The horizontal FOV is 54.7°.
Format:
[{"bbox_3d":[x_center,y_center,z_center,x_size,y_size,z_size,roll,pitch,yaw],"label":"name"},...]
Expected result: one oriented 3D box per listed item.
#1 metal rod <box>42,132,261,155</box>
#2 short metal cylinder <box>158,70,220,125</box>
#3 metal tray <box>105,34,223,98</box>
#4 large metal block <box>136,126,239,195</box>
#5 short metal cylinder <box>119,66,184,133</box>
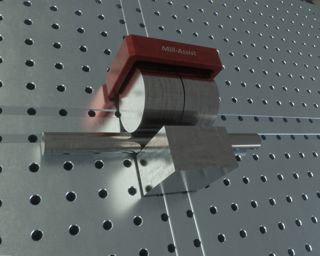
[{"bbox_3d":[0.010,0.018,0.397,0.303,0.025,0.025,1,62,-28],"label":"metal rod"},{"bbox_3d":[0.033,-0.034,0.408,0.050,0.080,0.080,2,61,-28],"label":"short metal cylinder"},{"bbox_3d":[0.005,-0.072,0.408,0.131,0.090,0.030,1,62,-28],"label":"metal tray"},{"bbox_3d":[0.028,0.038,0.359,0.081,0.080,0.050,1,62,-28],"label":"large metal block"},{"bbox_3d":[-0.013,-0.034,0.383,0.050,0.080,0.080,1,62,-28],"label":"short metal cylinder"}]
